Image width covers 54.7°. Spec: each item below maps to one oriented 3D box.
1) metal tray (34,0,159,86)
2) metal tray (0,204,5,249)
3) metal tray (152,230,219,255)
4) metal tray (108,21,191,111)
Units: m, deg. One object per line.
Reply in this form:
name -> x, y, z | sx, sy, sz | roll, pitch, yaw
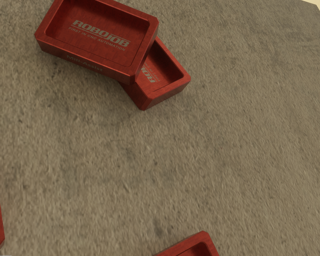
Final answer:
metal tray -> -0.077, -0.120, 0.396 | 0.131, 0.030, 0.090 | 22, 73, 0
metal tray -> -0.203, 0.070, 0.248 | 0.131, 0.030, 0.090 | -7, 65, -31
metal tray -> 0.037, 0.183, 0.309 | 0.091, 0.030, 0.130 | -14, 69, -34
metal tray -> -0.028, -0.097, 0.445 | 0.091, 0.030, 0.130 | -31, 79, -38
